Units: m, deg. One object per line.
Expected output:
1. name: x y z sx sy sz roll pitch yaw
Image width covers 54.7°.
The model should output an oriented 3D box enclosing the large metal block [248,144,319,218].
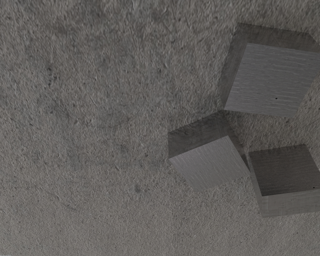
1. large metal block: 0.174 0.073 0.435 0.080 0.080 0.050 -9 130 8

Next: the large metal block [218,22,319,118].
1. large metal block: 0.116 -0.062 0.339 0.081 0.050 0.079 6 130 -6

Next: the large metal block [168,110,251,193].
1. large metal block: 0.066 0.034 0.420 0.080 0.050 0.080 -24 126 19
